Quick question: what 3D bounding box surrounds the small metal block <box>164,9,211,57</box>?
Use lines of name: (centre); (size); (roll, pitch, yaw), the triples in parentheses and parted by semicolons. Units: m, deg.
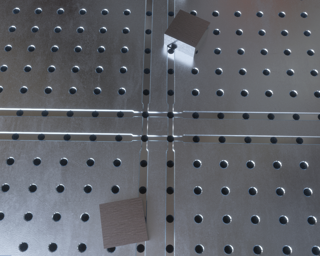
small metal block: (0.040, -0.142, 0.464); (0.050, 0.025, 0.050); (27, 72, 9)

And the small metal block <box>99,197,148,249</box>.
small metal block: (-0.043, 0.113, 0.370); (0.050, 0.025, 0.050); (-9, 70, -4)
